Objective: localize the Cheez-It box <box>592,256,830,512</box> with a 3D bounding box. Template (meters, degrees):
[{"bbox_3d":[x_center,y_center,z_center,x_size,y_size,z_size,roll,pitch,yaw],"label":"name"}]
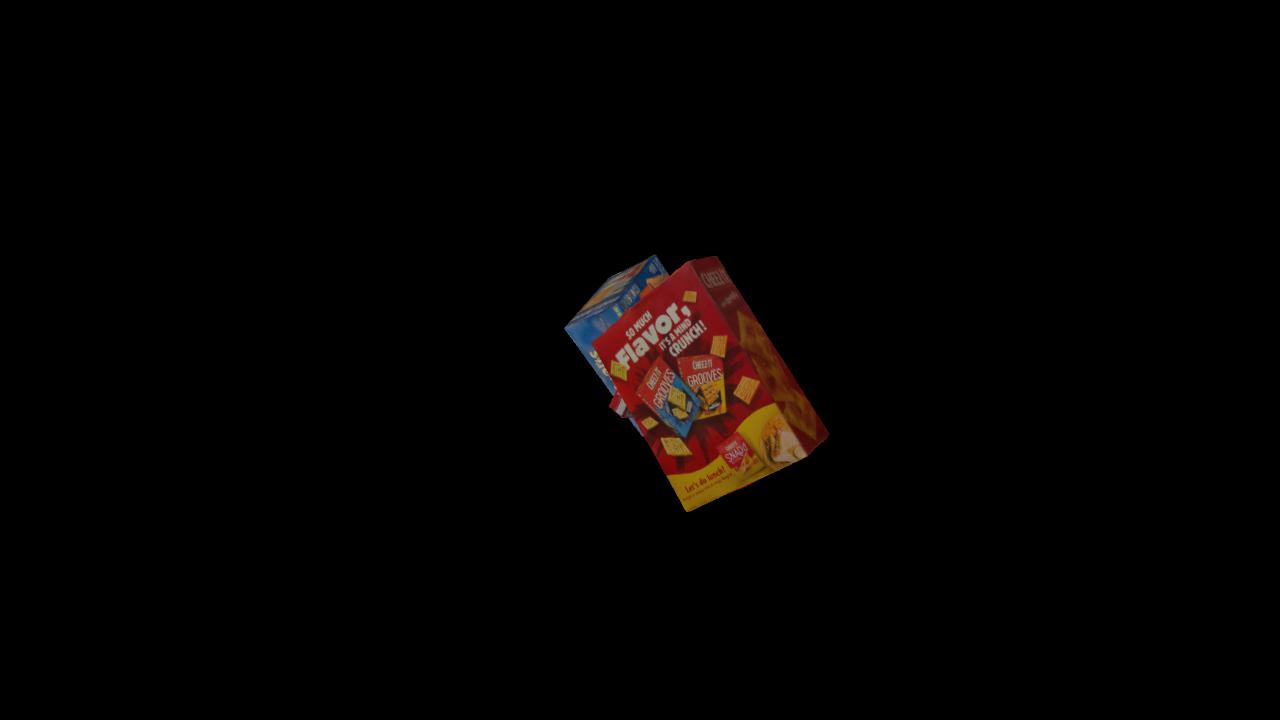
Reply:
[{"bbox_3d":[0.066,0.028,0.654,0.166,0.223,0.071,-36,-9,36],"label":"Cheez-It box"}]

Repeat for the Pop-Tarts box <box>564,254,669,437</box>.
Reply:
[{"bbox_3d":[0.011,-0.019,0.751,0.083,0.167,0.141,-24,20,33],"label":"Pop-Tarts box"}]

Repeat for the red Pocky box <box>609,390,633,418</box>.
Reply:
[{"bbox_3d":[0.035,0.029,0.745,0.028,0.083,0.155,35,19,35],"label":"red Pocky box"}]
